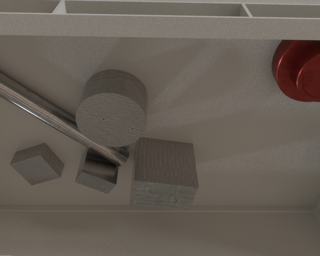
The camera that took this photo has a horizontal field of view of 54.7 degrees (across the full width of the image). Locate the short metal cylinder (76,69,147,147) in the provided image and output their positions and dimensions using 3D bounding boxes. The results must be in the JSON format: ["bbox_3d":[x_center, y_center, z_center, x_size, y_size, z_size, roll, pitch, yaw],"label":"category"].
[{"bbox_3d":[-0.056,-0.023,0.372,0.081,0.050,0.079,0,130,0],"label":"short metal cylinder"}]

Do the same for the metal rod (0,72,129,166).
[{"bbox_3d":[-0.162,-0.033,0.378,0.301,0.025,0.025,35,122,-27],"label":"metal rod"}]

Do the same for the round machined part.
[{"bbox_3d":[0.180,-0.068,0.343,0.099,0.042,0.097,-1,130,0],"label":"round machined part"}]

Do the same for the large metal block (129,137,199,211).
[{"bbox_3d":[0.004,0.062,0.426,0.081,0.080,0.050,7,130,-7],"label":"large metal block"}]

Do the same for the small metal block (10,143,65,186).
[{"bbox_3d":[-0.178,0.053,0.452,0.050,0.025,0.050,-17,129,13],"label":"small metal block"}]

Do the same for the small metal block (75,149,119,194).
[{"bbox_3d":[-0.088,0.060,0.442,0.050,0.050,0.025,25,125,-21],"label":"small metal block"}]
